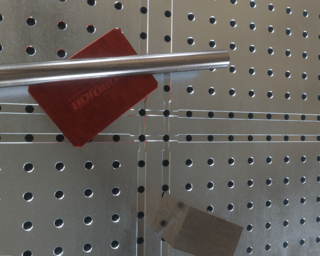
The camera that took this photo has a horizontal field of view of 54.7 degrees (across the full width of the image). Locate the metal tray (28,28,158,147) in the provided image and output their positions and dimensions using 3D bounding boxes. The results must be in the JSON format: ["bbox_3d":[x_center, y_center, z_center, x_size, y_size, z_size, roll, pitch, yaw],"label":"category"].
[{"bbox_3d":[-0.079,-0.049,0.381,0.131,0.030,0.090,-40,103,-16],"label":"metal tray"}]

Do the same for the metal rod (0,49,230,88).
[{"bbox_3d":[-0.054,-0.071,0.360,0.303,0.025,0.025,-9,93,-20],"label":"metal rod"}]

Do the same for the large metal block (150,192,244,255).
[{"bbox_3d":[0.045,0.128,0.401,0.080,0.080,0.050,26,82,-19],"label":"large metal block"}]
